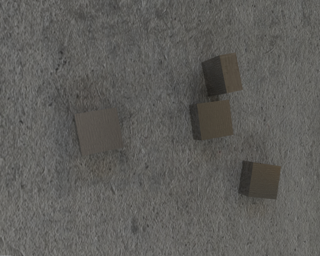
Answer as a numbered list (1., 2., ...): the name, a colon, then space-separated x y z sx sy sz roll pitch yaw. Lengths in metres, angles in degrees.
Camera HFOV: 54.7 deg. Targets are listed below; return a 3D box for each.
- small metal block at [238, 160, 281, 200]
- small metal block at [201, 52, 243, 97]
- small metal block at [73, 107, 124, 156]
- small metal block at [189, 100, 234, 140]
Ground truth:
1. small metal block: 0.149 0.078 0.464 0.050 0.025 0.050 10 87 -20
2. small metal block: 0.084 -0.072 0.427 0.025 0.050 0.050 -14 95 -20
3. small metal block: -0.076 0.004 0.381 0.050 0.025 0.050 -11 94 -20
4. small metal block: 0.072 -0.012 0.435 0.050 0.025 0.050 -9 93 -20
